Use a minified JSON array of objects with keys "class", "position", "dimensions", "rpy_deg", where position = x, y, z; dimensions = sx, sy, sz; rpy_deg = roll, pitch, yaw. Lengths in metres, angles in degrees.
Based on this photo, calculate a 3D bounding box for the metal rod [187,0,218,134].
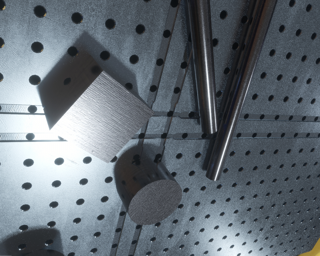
[{"class":"metal rod","position":[0.048,-0.118,0.364],"dimensions":[0.025,0.025,0.298],"rpy_deg":[-22,127,-15]}]

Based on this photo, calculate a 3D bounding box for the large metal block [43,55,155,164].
[{"class":"large metal block","position":[-0.068,-0.019,0.346],"dimensions":[0.080,0.050,0.080],"rpy_deg":[-47,129,5]}]

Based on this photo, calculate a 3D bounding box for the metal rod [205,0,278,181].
[{"class":"metal rod","position":[0.112,-0.052,0.439],"dimensions":[0.025,0.025,0.298],"rpy_deg":[-4,120,-27]}]

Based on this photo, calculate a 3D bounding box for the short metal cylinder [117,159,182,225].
[{"class":"short metal cylinder","position":[-0.016,0.091,0.443],"dimensions":[0.081,0.050,0.079],"rpy_deg":[-14,124,-21]}]

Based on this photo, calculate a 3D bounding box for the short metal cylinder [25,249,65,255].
[{"class":"short metal cylinder","position":[-0.161,0.215,0.421],"dimensions":[0.081,0.080,0.050],"rpy_deg":[-10,123,-23]}]
